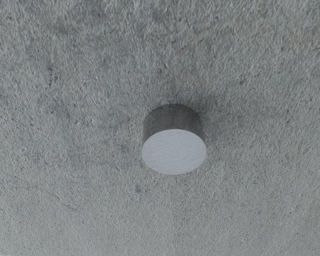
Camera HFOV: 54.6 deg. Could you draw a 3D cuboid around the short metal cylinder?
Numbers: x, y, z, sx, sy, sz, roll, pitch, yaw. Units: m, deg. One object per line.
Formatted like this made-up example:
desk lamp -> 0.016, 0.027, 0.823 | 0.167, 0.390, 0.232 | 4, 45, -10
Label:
short metal cylinder -> 0.017, 0.015, 0.404 | 0.080, 0.050, 0.080 | 0, 130, 0
